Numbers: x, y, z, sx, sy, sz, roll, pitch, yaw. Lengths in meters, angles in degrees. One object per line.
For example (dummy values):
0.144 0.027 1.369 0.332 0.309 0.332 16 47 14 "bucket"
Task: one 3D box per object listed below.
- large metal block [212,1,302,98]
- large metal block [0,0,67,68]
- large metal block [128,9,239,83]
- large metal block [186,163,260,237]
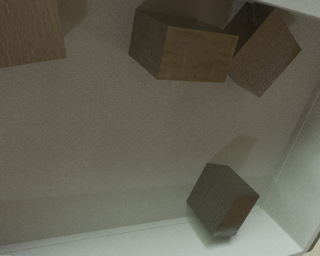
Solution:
0.120 -0.099 0.396 0.080 0.050 0.080 34 99 -39 "large metal block"
-0.131 -0.099 0.260 0.081 0.050 0.079 -15 125 -20 "large metal block"
0.021 -0.088 0.330 0.081 0.080 0.050 -2 119 -28 "large metal block"
0.098 0.114 0.497 0.050 0.080 0.079 12 112 -33 "large metal block"
